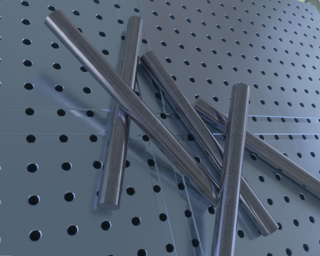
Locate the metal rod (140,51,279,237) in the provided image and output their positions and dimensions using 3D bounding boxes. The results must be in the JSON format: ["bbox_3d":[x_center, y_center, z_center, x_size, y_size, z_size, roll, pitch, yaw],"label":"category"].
[{"bbox_3d":[0.063,0.014,0.435,0.025,0.025,0.299,-26,76,-37],"label":"metal rod"}]

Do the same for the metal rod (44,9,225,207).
[{"bbox_3d":[-0.024,-0.018,0.377,0.300,0.025,0.025,48,50,-7],"label":"metal rod"}]

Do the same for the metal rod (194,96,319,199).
[{"bbox_3d":[0.177,0.046,0.477,0.301,0.025,0.025,34,51,-7],"label":"metal rod"}]

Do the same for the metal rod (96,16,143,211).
[{"bbox_3d":[-0.047,-0.042,0.409,0.025,0.025,0.300,17,55,-19],"label":"metal rod"}]

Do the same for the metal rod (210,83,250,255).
[{"bbox_3d":[0.084,0.075,0.375,0.025,0.025,0.300,21,63,-16],"label":"metal rod"}]
